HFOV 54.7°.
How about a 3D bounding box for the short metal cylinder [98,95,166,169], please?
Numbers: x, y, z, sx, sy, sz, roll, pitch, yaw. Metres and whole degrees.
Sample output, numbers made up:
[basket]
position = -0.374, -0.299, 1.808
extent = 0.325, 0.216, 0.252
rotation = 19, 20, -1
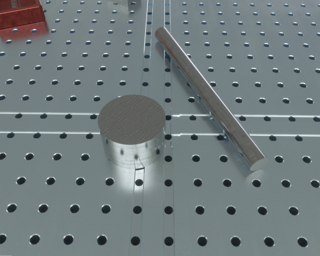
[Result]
[short metal cylinder]
position = -0.033, 0.004, 0.388
extent = 0.081, 0.050, 0.080
rotation = 0, 50, 0

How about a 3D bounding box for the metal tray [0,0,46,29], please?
[metal tray]
position = -0.285, -0.248, 0.609
extent = 0.091, 0.030, 0.130
rotation = -17, 52, -15

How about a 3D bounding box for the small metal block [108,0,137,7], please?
[small metal block]
position = -0.074, -0.279, 0.641
extent = 0.050, 0.025, 0.050
rotation = 23, 54, 18

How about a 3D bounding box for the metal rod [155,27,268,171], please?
[metal rod]
position = 0.061, -0.062, 0.460
extent = 0.025, 0.025, 0.300
rotation = -18, 52, -15
